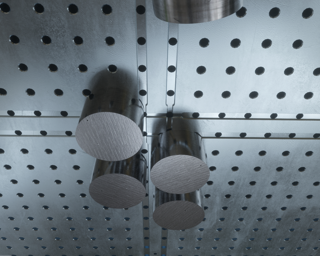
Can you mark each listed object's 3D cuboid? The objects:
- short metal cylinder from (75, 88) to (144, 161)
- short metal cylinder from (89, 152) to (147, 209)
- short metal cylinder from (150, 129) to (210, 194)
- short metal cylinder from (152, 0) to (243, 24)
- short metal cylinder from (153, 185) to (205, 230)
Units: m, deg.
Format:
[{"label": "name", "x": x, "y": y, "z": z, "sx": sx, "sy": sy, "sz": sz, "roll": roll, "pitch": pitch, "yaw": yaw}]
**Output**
[{"label": "short metal cylinder", "x": -0.061, "y": -0.004, "z": 0.391, "sx": 0.081, "sy": 0.050, "sz": 0.079, "roll": 0, "pitch": 130, "yaw": 0}, {"label": "short metal cylinder", "x": -0.060, "y": 0.075, "z": 0.458, "sx": 0.081, "sy": 0.050, "sz": 0.079, "roll": 0, "pitch": 130, "yaw": 0}, {"label": "short metal cylinder", "x": 0.027, "y": 0.048, "z": 0.436, "sx": 0.081, "sy": 0.050, "sz": 0.079, "roll": 0, "pitch": 130, "yaw": 0}, {"label": "short metal cylinder", "x": 0.031, "y": -0.130, "z": 0.265, "sx": 0.080, "sy": 0.080, "sz": 0.050, "roll": -6, "pitch": 130, "yaw": 5}, {"label": "short metal cylinder", "x": 0.029, "y": 0.120, "z": 0.498, "sx": 0.081, "sy": 0.050, "sz": 0.079, "roll": 0, "pitch": 130, "yaw": 0}]
